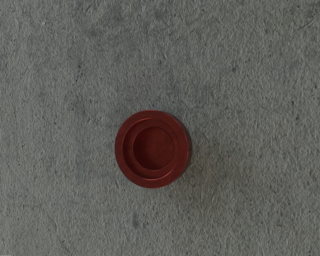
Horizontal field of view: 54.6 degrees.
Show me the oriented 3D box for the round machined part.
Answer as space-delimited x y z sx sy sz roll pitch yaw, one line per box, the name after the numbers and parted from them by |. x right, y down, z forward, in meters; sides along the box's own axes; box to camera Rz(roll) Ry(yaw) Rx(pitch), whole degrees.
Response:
-0.005 0.026 0.402 0.098 0.042 0.097 0 90 20 | round machined part
